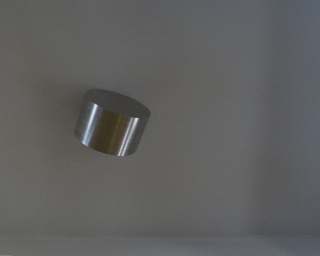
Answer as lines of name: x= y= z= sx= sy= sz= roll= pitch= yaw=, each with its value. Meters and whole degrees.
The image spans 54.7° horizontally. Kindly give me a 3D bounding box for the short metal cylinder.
short metal cylinder: x=-0.058 y=-0.008 z=0.378 sx=0.080 sy=0.080 sz=0.050 roll=19 pitch=109 yaw=-8
